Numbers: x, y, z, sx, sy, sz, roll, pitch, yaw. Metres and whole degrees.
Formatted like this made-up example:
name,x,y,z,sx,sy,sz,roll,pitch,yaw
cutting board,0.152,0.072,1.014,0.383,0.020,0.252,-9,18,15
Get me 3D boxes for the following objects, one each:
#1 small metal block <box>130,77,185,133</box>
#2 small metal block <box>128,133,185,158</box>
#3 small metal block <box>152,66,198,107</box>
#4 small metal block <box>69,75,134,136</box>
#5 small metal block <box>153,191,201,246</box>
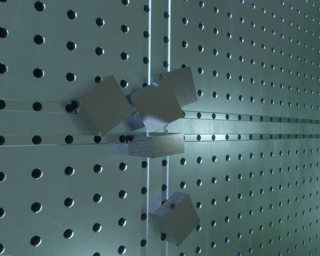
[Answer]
name,x,y,z,sx,sy,sz,roll,pitch,yaw
small metal block,-0.003,-0.029,0.391,0.050,0.025,0.050,-26,112,4
small metal block,-0.005,0.021,0.391,0.050,0.050,0.025,-6,94,-40
small metal block,0.022,-0.055,0.430,0.050,0.025,0.050,-22,104,-38
small metal block,-0.066,-0.026,0.355,0.050,0.025,0.050,-42,116,-32
small metal block,0.024,0.125,0.432,0.050,0.025,0.050,-37,113,-34
